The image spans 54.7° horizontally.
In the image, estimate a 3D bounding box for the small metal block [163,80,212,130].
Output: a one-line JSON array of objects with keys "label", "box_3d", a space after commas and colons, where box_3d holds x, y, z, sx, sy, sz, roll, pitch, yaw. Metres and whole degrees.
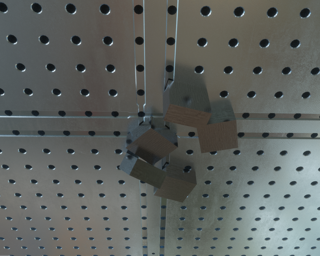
[{"label": "small metal block", "box_3d": [0.031, -0.028, 0.372, 0.050, 0.050, 0.025, 12, 129, -11]}]

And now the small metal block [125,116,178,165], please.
[{"label": "small metal block", "box_3d": [-0.011, 0.018, 0.427, 0.050, 0.025, 0.050, 37, 121, -28]}]

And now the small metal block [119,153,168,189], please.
[{"label": "small metal block", "box_3d": [-0.025, 0.061, 0.444, 0.050, 0.050, 0.025, 29, 82, -23]}]

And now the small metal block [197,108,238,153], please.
[{"label": "small metal block", "box_3d": [0.076, 0.004, 0.417, 0.050, 0.025, 0.050, -10, 130, 7]}]

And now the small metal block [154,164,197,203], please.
[{"label": "small metal block", "box_3d": [0.023, 0.087, 0.487, 0.050, 0.025, 0.050, 18, 128, -15]}]
